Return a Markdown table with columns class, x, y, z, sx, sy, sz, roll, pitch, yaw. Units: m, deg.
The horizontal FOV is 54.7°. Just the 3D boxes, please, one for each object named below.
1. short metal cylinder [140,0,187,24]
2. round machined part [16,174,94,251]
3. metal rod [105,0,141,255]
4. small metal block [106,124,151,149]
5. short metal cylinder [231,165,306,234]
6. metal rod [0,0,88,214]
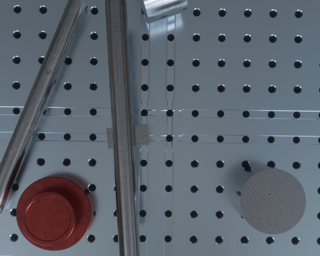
| class | x | y | z | sx | sy | sz | roll | pitch | yaw |
| --- | --- | --- | --- | --- | --- | --- | --- | --- | --- |
| short metal cylinder | -0.003 | -0.177 | 0.386 | 0.050 | 0.080 | 0.080 | -19 | 90 | 0 |
| round machined part | -0.139 | 0.112 | 0.404 | 0.099 | 0.042 | 0.097 | 0 | 90 | 0 |
| metal rod | -0.044 | 0.001 | 0.362 | 0.025 | 0.025 | 0.298 | -3 | 90 | 0 |
| small metal block | -0.039 | 0.010 | 0.400 | 0.050 | 0.050 | 0.025 | -6 | 90 | 0 |
| short metal cylinder | 0.138 | 0.090 | 0.402 | 0.081 | 0.050 | 0.080 | 0 | 90 | -1 |
| metal rod | -0.166 | -0.029 | 0.411 | 0.025 | 0.025 | 0.299 | 23 | 90 | 0 |
